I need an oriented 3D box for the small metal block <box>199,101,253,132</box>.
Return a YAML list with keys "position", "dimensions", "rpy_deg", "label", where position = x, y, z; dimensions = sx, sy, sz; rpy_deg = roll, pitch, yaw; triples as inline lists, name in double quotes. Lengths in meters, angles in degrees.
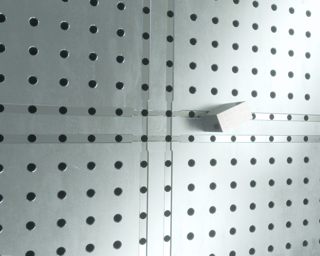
- position: [0.091, -0.015, 0.432]
  dimensions: [0.050, 0.050, 0.025]
  rpy_deg: [-24, 98, -18]
  label: "small metal block"
